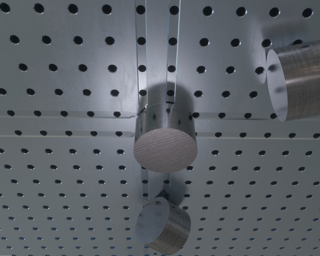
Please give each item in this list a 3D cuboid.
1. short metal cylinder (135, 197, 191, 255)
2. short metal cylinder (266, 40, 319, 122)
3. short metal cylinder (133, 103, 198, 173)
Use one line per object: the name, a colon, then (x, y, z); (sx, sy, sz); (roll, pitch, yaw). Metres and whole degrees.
short metal cylinder: (0.004, 0.162, 0.513); (0.080, 0.080, 0.050); (-37, 121, 27)
short metal cylinder: (0.151, -0.050, 0.334); (0.050, 0.080, 0.080); (-10, 130, 8)
short metal cylinder: (0.007, 0.014, 0.407); (0.081, 0.050, 0.079); (0, 130, 0)
